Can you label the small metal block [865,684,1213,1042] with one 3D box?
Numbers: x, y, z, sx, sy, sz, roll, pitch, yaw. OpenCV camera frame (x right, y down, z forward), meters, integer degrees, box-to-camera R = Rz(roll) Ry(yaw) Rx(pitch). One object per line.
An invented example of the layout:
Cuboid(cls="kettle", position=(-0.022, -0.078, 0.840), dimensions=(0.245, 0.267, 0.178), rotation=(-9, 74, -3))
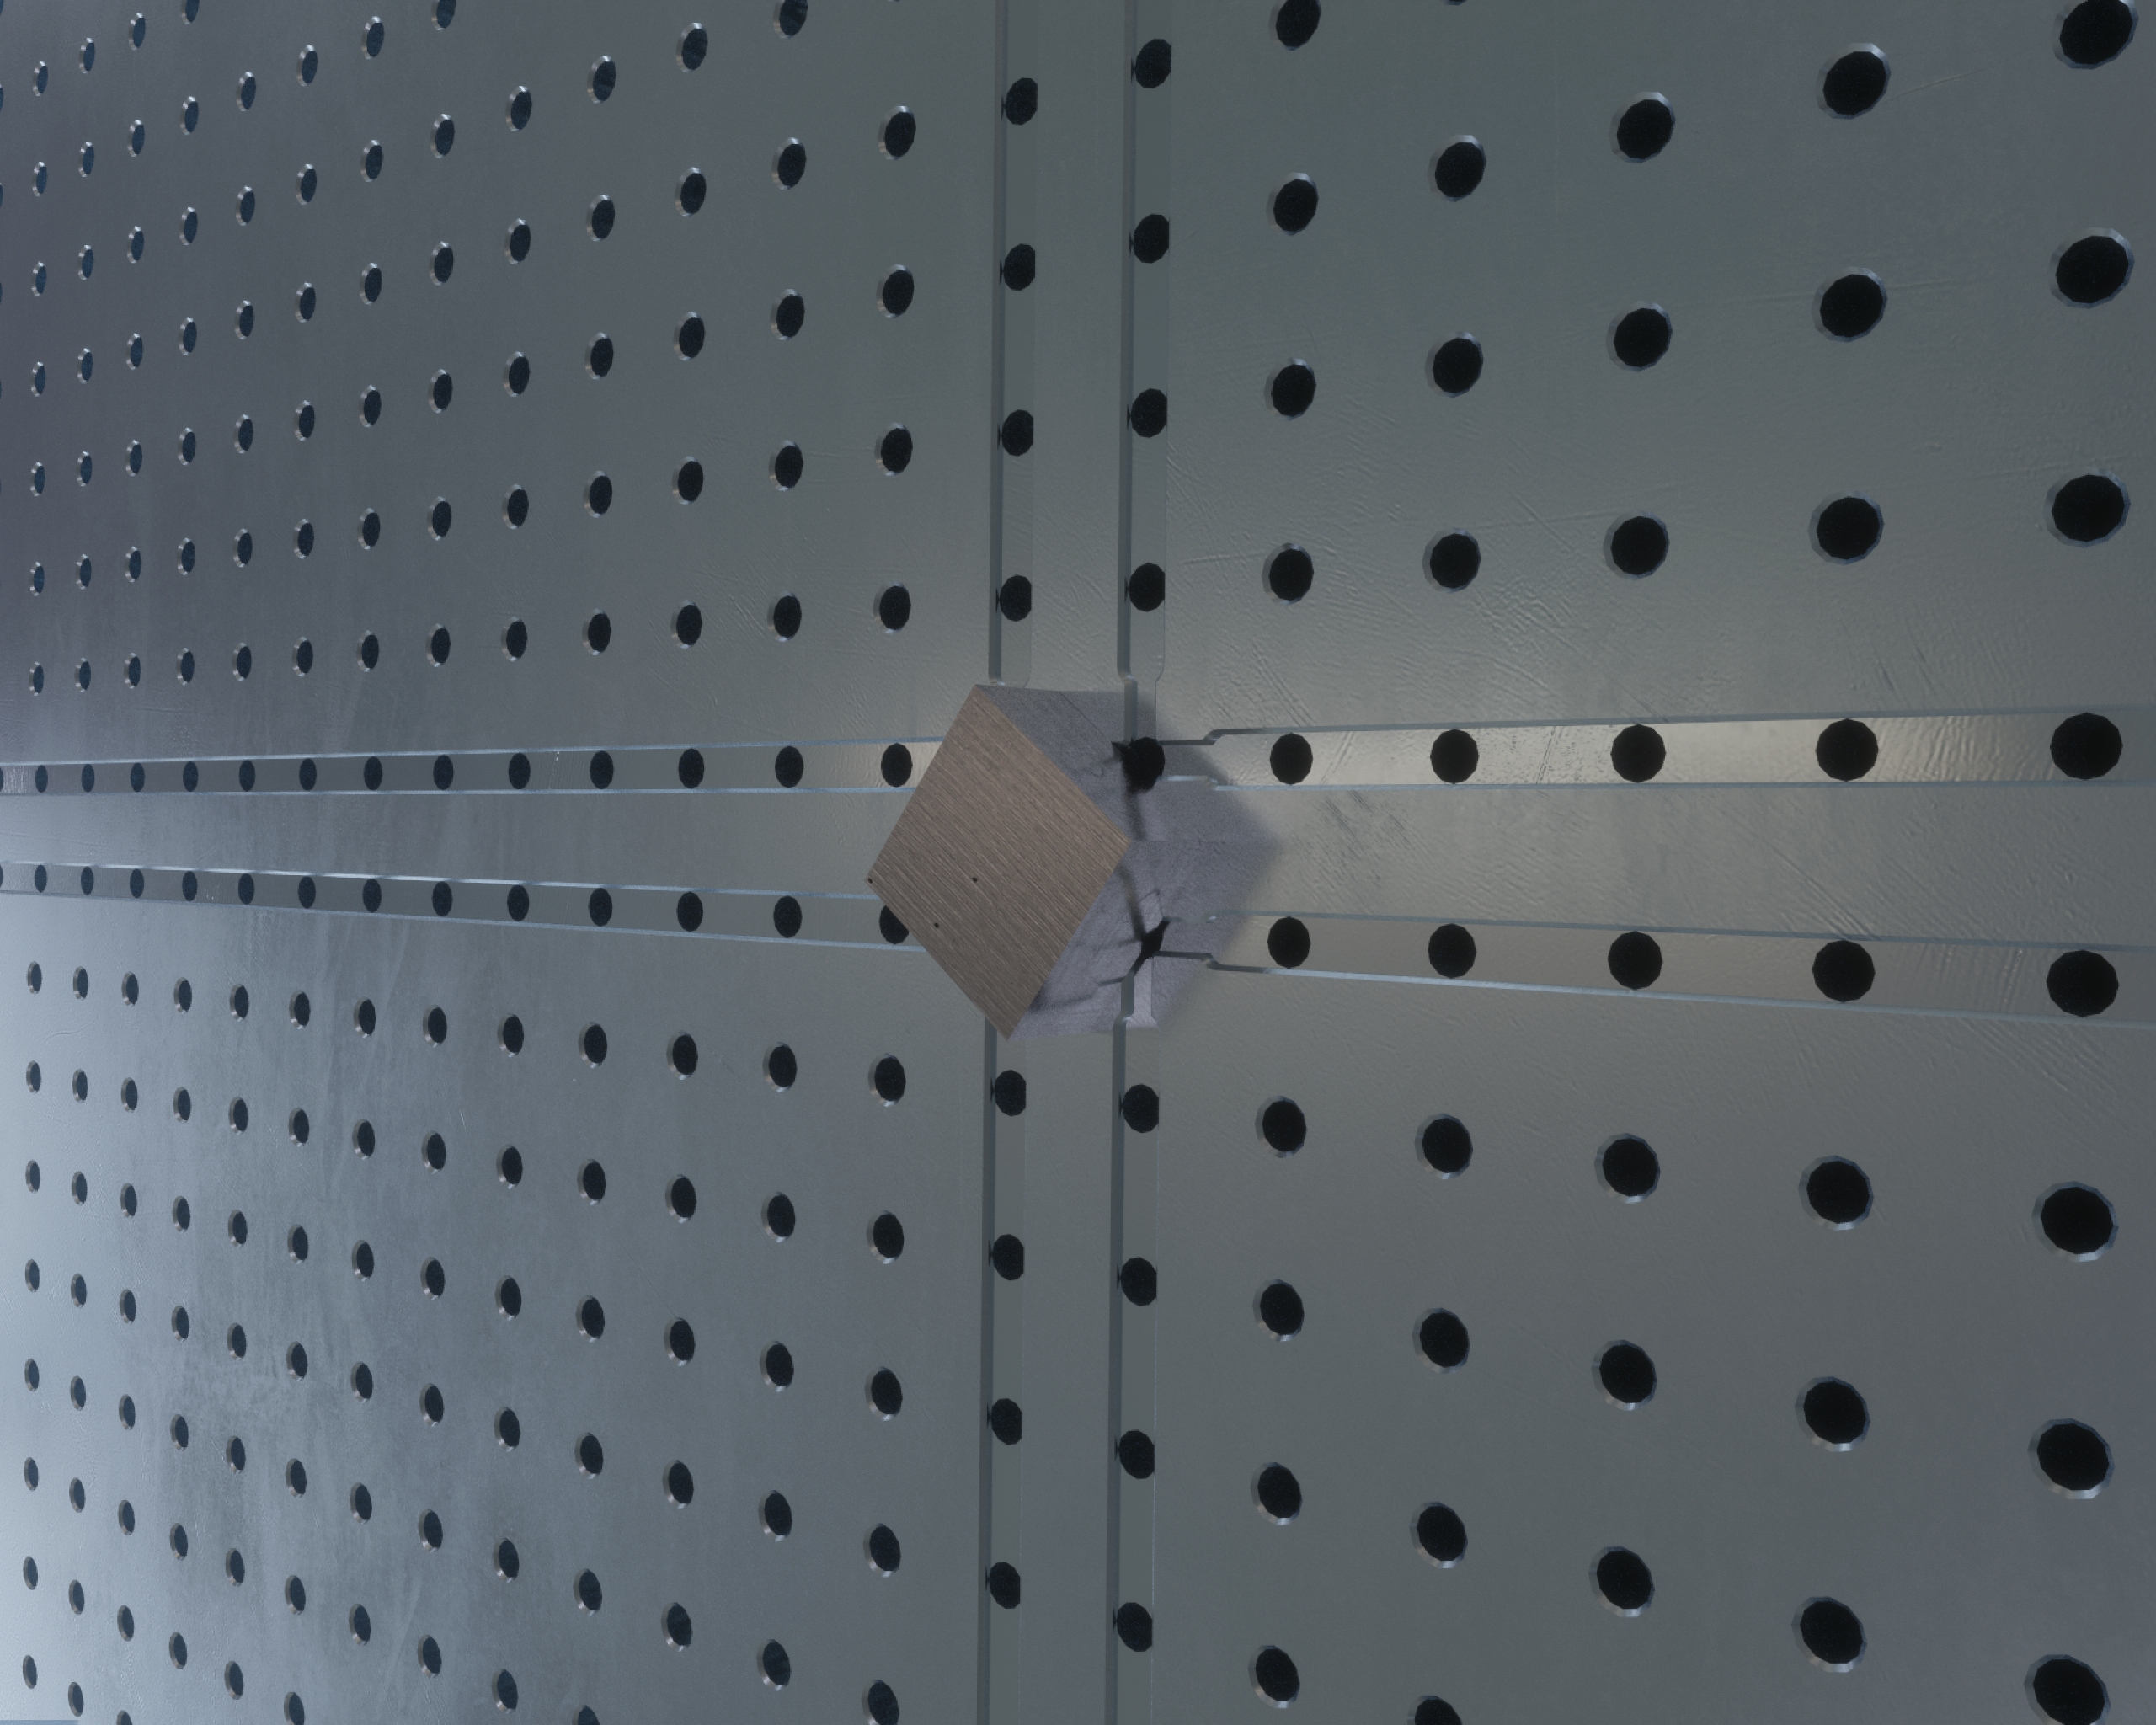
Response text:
Cuboid(cls="small metal block", position=(-0.009, 0.000, 0.418), dimensions=(0.050, 0.025, 0.050), rotation=(46, 118, 30))
